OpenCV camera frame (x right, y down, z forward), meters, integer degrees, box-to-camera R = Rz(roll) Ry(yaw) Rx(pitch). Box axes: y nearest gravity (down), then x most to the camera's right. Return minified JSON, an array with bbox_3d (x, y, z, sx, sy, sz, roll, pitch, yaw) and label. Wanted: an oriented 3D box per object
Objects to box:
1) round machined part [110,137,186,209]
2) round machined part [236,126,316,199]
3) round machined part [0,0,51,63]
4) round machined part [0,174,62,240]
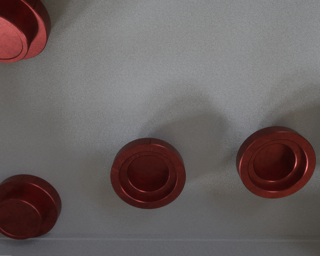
[{"bbox_3d":[-0.015,0.058,0.423,0.099,0.042,0.097,0,110,0],"label":"round machined part"},{"bbox_3d":[0.152,0.043,0.419,0.099,0.042,0.097,0,110,0],"label":"round machined part"},{"bbox_3d":[-0.173,-0.109,0.335,0.099,0.042,0.098,0,145,0],"label":"round machined part"},{"bbox_3d":[-0.197,0.119,0.444,0.099,0.042,0.097,0,110,0],"label":"round machined part"}]
